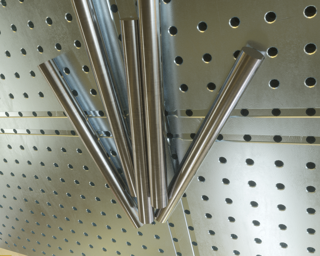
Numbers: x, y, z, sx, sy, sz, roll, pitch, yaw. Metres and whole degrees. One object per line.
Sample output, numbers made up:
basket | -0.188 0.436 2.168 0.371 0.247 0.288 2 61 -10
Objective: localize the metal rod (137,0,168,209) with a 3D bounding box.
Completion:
metal rod | -0.007 -0.026 0.383 0.025 0.025 0.298 9 118 23

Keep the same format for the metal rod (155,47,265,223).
metal rod | 0.048 0.033 0.404 0.025 0.025 0.298 30 128 9

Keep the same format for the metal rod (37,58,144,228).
metal rod | -0.098 0.035 0.482 0.025 0.025 0.299 -14 111 33

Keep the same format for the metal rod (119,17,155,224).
metal rod | -0.027 0.009 0.418 0.025 0.025 0.298 9 119 23

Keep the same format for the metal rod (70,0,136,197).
metal rod | -0.065 -0.030 0.424 0.025 0.025 0.298 1 119 27
